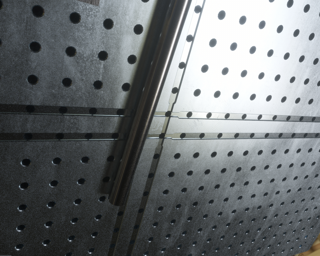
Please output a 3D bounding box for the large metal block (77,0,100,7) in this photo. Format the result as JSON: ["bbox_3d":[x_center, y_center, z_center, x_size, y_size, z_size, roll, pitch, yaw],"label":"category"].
[{"bbox_3d":[-0.086,-0.155,0.253,0.081,0.050,0.079,5,116,-31],"label":"large metal block"}]

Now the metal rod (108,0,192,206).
[{"bbox_3d":[-0.017,-0.027,0.386,0.025,0.025,0.298,5,116,-31],"label":"metal rod"}]
